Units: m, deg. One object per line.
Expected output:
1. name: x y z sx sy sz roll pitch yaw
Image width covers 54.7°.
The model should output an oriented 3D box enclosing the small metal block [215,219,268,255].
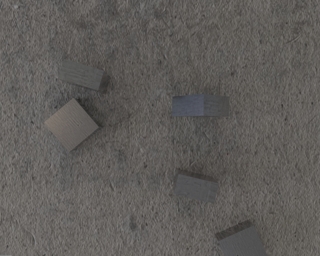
1. small metal block: 0.108 0.158 0.411 0.050 0.025 0.050 -24 90 0

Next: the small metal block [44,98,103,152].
1. small metal block: -0.114 -0.004 0.409 0.050 0.025 0.050 -40 90 0

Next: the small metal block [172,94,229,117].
1. small metal block: 0.051 -0.027 0.387 0.050 0.050 0.025 0 90 -43

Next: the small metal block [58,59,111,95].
1. small metal block: -0.095 -0.064 0.397 0.050 0.050 0.025 16 90 0

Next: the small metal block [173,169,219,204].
1. small metal block: 0.044 0.073 0.398 0.050 0.050 0.025 14 90 0
